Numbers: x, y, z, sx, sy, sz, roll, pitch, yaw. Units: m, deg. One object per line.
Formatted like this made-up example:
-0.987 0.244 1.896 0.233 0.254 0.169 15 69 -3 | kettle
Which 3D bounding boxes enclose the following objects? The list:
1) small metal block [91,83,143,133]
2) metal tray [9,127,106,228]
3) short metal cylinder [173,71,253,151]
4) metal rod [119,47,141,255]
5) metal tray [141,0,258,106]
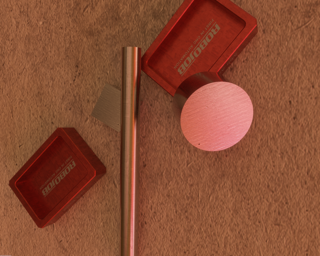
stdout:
-0.060 -0.028 0.429 0.050 0.025 0.050 30 100 17 | small metal block
-0.153 0.072 0.458 0.130 0.030 0.090 -44 77 14 | metal tray
0.058 -0.020 0.355 0.081 0.050 0.079 -3 113 -7 | short metal cylinder
-0.039 0.048 0.404 0.025 0.025 0.298 4 98 19 | metal rod
0.046 -0.101 0.389 0.090 0.030 0.130 42 103 14 | metal tray
